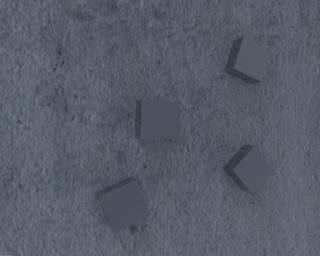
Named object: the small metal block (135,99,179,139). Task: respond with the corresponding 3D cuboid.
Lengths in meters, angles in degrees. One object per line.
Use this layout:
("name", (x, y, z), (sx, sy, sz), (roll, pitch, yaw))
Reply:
("small metal block", (-0.004, -0.011, 0.408), (0.050, 0.025, 0.050), (2, 90, -21))

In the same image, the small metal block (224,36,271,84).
("small metal block", (0.130, -0.099, 0.458), (0.050, 0.025, 0.050), (21, 83, -19))

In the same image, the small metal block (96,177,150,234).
("small metal block", (-0.047, 0.096, 0.393), (0.050, 0.025, 0.050), (-22, 98, -19))

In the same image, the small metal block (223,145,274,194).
("small metal block", (0.131, 0.061, 0.459), (0.050, 0.025, 0.050), (-44, 104, -15))
